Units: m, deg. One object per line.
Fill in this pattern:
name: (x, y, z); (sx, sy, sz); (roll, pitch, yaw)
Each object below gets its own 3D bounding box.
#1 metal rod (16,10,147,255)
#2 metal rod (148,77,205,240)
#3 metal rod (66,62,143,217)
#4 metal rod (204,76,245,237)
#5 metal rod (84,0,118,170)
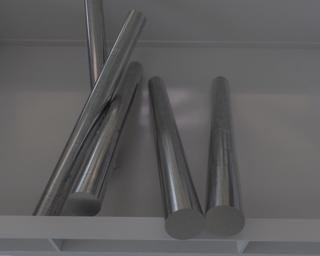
metal rod: (-0.079, -0.011, 0.353); (0.025, 0.025, 0.300); (16, 70, 13)
metal rod: (0.005, -0.003, 0.326); (0.025, 0.025, 0.300); (-3, 25, -3)
metal rod: (-0.047, -0.018, 0.353); (0.025, 0.025, 0.300); (3, 30, 2)
metal rod: (0.065, -0.003, 0.328); (0.025, 0.025, 0.301); (8, 25, 7)
metal rod: (-0.081, -0.095, 0.404); (0.025, 0.025, 0.299); (-6, 75, -5)
